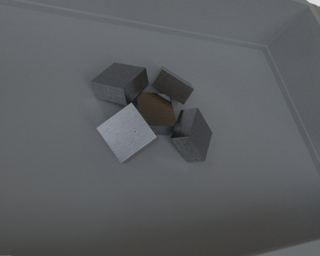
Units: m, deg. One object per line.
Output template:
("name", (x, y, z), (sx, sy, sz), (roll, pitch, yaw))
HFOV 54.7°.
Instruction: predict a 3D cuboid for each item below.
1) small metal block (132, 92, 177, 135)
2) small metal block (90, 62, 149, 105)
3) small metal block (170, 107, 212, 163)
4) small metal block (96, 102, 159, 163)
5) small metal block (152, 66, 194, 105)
("small metal block", (-0.010, -0.019, 0.408), (0.050, 0.025, 0.050), (2, 61, -28))
("small metal block", (-0.050, -0.057, 0.395), (0.050, 0.025, 0.050), (15, 45, 27))
("small metal block", (0.043, 0.010, 0.406), (0.050, 0.025, 0.050), (55, 42, -35))
("small metal block", (-0.037, 0.007, 0.364), (0.050, 0.025, 0.050), (-36, 81, -1))
("small metal block", (0.017, -0.061, 0.434), (0.050, 0.025, 0.050), (31, 15, -9))
